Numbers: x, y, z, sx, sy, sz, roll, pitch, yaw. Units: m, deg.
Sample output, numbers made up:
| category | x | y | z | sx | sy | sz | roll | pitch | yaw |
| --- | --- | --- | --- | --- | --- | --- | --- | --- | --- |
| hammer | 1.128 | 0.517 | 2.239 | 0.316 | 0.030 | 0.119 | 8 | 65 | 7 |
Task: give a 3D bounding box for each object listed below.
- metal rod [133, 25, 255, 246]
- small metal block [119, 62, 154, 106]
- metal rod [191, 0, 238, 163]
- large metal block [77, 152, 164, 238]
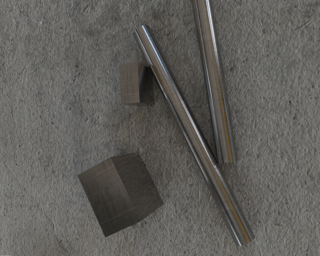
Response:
| category | x | y | z | sx | sy | sz | roll | pitch | yaw |
| --- | --- | --- | --- | --- | --- | --- | --- | --- | --- |
| metal rod | 0.039 | 0.002 | 0.394 | 0.025 | 0.025 | 0.299 | -28 | 81 | 17 |
| small metal block | -0.029 | -0.055 | 0.405 | 0.025 | 0.050 | 0.050 | -4 | 89 | 20 |
| metal rod | 0.061 | -0.106 | 0.387 | 0.025 | 0.025 | 0.298 | -10 | 87 | 19 |
| large metal block | -0.047 | 0.080 | 0.395 | 0.050 | 0.080 | 0.080 | -30 | 81 | 17 |
